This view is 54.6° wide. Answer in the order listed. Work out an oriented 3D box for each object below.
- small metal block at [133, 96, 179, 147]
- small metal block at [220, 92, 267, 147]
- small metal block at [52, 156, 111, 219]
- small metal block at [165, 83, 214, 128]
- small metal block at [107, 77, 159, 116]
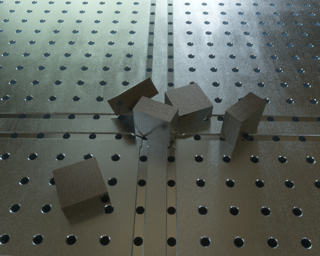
[{"bbox_3d":[-0.005,-0.008,0.398,0.050,0.050,0.025,20,53,16],"label":"small metal block"},{"bbox_3d":[0.107,-0.011,0.401,0.050,0.050,0.025,-35,58,-26],"label":"small metal block"},{"bbox_3d":[-0.089,0.066,0.352,0.050,0.025,0.050,-18,52,-15],"label":"small metal block"},{"bbox_3d":[0.039,-0.033,0.435,0.050,0.025,0.050,-18,52,-14],"label":"small metal block"},{"bbox_3d":[-0.038,-0.042,0.425,0.050,0.050,0.025,-35,102,-26],"label":"small metal block"}]
